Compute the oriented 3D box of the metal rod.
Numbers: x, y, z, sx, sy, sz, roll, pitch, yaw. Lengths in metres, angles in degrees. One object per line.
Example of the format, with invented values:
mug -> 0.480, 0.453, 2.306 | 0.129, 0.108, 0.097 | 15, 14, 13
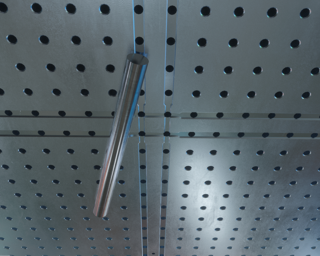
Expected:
metal rod -> -0.063, 0.033, 0.438 | 0.025, 0.025, 0.298 | 11, 129, -10
